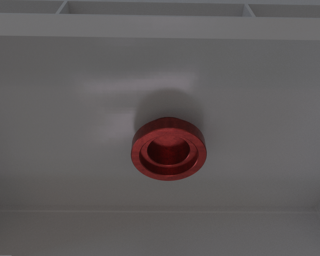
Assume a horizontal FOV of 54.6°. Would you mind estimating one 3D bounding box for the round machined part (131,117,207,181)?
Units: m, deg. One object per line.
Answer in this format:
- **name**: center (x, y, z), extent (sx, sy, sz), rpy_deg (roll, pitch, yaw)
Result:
- **round machined part**: center (0.012, 0.024, 0.418), extent (0.099, 0.042, 0.097), rpy_deg (0, 130, 0)
